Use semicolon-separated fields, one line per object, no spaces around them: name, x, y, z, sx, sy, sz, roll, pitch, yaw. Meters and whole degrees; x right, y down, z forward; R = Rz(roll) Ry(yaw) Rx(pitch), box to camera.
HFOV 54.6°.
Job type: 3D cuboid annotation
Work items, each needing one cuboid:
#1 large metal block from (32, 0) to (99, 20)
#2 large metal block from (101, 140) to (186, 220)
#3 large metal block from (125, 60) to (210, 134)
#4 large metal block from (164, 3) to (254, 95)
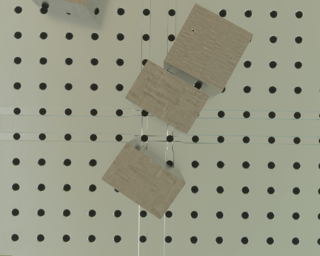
large metal block;-0.119;-0.196;0.400;0.080;0.050;0.080;14;90;0
large metal block;-0.018;0.059;0.386;0.080;0.080;0.050;35;90;0
large metal block;0.009;-0.035;0.386;0.080;0.080;0.050;31;90;0
large metal block;0.059;-0.098;0.401;0.080;0.050;0.080;29;90;0
